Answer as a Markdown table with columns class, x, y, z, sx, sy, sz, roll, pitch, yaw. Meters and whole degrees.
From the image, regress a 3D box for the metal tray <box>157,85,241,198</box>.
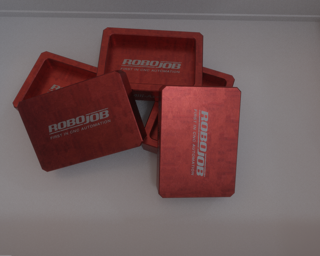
| class | x | y | z | sx | sy | sz | roll | pitch | yaw |
| --- | --- | --- | --- | --- | --- | --- | --- | --- | --- |
| metal tray | 0.044 | 0.015 | 0.366 | 0.091 | 0.030 | 0.129 | 1 | 98 | -6 |

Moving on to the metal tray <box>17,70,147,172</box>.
| class | x | y | z | sx | sy | sz | roll | pitch | yaw |
| --- | --- | --- | --- | --- | --- | --- | --- | --- | --- |
| metal tray | -0.092 | -0.008 | 0.371 | 0.130 | 0.030 | 0.089 | -16 | 100 | 10 |

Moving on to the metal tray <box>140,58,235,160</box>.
| class | x | y | z | sx | sy | sz | roll | pitch | yaw |
| --- | --- | --- | --- | --- | --- | --- | --- | --- | --- |
| metal tray | 0.038 | -0.021 | 0.413 | 0.090 | 0.030 | 0.130 | 18 | 71 | 6 |

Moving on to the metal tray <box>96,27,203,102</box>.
| class | x | y | z | sx | sy | sz | roll | pitch | yaw |
| --- | --- | --- | --- | --- | --- | --- | --- | --- | --- |
| metal tray | -0.011 | -0.082 | 0.403 | 0.131 | 0.030 | 0.090 | 3 | 70 | 1 |

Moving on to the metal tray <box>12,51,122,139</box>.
| class | x | y | z | sx | sy | sz | roll | pitch | yaw |
| --- | --- | --- | --- | --- | --- | --- | --- | --- | --- |
| metal tray | -0.115 | -0.043 | 0.418 | 0.131 | 0.030 | 0.090 | 19 | 71 | 6 |
